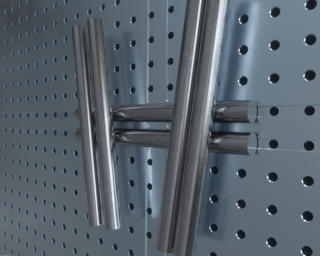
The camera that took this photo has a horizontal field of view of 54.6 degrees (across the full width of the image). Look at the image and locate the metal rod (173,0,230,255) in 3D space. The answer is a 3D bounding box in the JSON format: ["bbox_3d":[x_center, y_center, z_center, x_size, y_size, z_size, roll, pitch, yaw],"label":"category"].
[{"bbox_3d":[0.045,-0.004,0.341,0.025,0.025,0.298,12,98,39],"label":"metal rod"}]

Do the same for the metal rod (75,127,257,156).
[{"bbox_3d":[-0.017,0.014,0.425,0.300,0.025,0.025,1,91,40],"label":"metal rod"}]

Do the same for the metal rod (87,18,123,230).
[{"bbox_3d":[-0.079,-0.009,0.444,0.025,0.025,0.299,-10,84,39],"label":"metal rod"}]

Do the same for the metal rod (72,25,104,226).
[{"bbox_3d":[-0.108,-0.007,0.468,0.025,0.025,0.299,-10,83,39],"label":"metal rod"}]

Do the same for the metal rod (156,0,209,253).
[{"bbox_3d":[0.025,-0.003,0.358,0.025,0.025,0.298,12,98,39],"label":"metal rod"}]

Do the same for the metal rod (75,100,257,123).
[{"bbox_3d":[-0.017,-0.021,0.425,0.300,0.025,0.025,1,91,40],"label":"metal rod"}]
